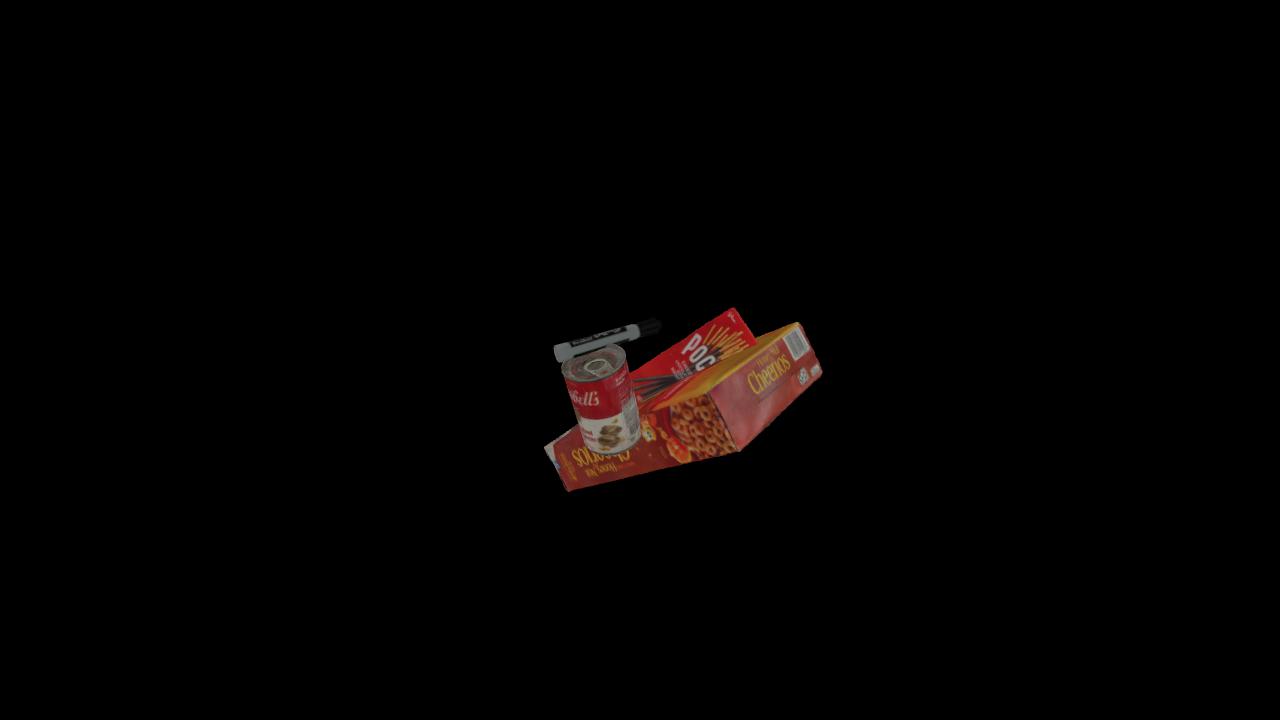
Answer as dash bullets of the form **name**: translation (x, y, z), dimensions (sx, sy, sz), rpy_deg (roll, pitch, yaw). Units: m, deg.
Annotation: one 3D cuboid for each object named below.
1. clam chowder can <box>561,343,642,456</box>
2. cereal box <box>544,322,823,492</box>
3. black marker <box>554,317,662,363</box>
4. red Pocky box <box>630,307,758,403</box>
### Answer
- **clam chowder can**: translation (-0.038, 0.042, 0.648), dimensions (0.068, 0.102, 0.068), rpy_deg (-9, 33, 6)
- **cereal box**: translation (0.044, 0.063, 0.759), dimensions (0.306, 0.081, 0.203), rpy_deg (-23, 6, 47)
- **black marker**: translation (-0.032, -0.023, 0.654), dimensions (0.121, 0.020, 0.020), rpy_deg (-17, 6, -20)
- **red Pocky box**: translation (0.065, 0.014, 0.702), dimensions (0.155, 0.083, 0.028), rpy_deg (-33, -24, 8)
